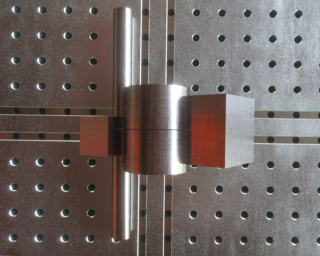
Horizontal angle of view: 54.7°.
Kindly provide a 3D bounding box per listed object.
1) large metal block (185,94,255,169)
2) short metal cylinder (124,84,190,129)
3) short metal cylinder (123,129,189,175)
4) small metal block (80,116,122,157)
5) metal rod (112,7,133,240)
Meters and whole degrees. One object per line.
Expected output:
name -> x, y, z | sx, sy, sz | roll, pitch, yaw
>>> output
large metal block -> 0.075, 0.003, 0.375 | 0.050, 0.081, 0.079 | 1, 91, 38
short metal cylinder -> -0.004, -0.024, 0.382 | 0.081, 0.080, 0.050 | 1, 90, 0
short metal cylinder -> -0.004, 0.027, 0.382 | 0.081, 0.080, 0.050 | 1, 90, 0
small metal block -> -0.076, 0.010, 0.398 | 0.050, 0.025, 0.050 | 0, 89, 34
metal rod -> -0.050, -0.006, 0.408 | 0.025, 0.025, 0.298 | 0, 90, 0
